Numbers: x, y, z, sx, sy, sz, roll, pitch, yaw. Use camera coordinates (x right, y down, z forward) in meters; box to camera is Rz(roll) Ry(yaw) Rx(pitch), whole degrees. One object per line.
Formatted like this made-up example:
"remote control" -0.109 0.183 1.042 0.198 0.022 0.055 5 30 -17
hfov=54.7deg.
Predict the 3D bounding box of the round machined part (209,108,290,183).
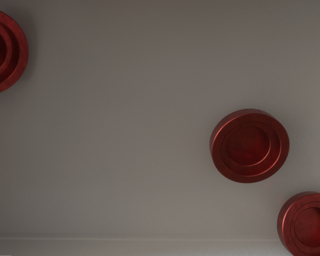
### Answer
"round machined part" 0.115 0.020 0.411 0.099 0.042 0.097 0 110 0

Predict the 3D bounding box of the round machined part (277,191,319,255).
"round machined part" 0.216 0.140 0.443 0.099 0.042 0.097 0 87 -1

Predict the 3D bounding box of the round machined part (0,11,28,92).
"round machined part" -0.206 -0.089 0.349 0.042 0.099 0.097 26 113 32
